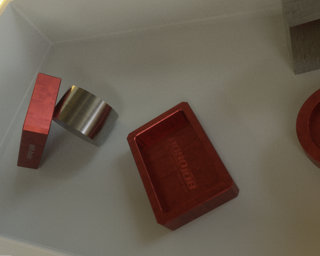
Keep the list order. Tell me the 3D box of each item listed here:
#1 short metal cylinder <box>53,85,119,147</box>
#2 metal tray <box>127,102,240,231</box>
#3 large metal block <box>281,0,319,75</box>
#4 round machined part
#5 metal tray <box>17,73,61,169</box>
[{"bbox_3d":[-0.105,-0.016,0.433,0.080,0.080,0.050,20,73,35],"label":"short metal cylinder"},{"bbox_3d":[0.021,0.040,0.365,0.090,0.030,0.130,-31,52,8],"label":"metal tray"},{"bbox_3d":[0.184,-0.112,0.342,0.080,0.080,0.050,-12,57,21],"label":"large metal block"},{"bbox_3d":[0.185,0.004,0.291,0.098,0.042,0.098,-18,53,25],"label":"round machined part"},{"bbox_3d":[-0.175,-0.006,0.445,0.129,0.030,0.090,132,146,-51],"label":"metal tray"}]
